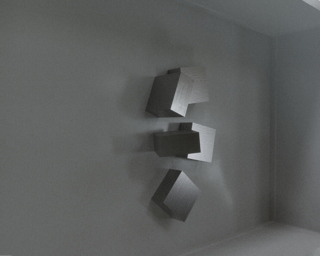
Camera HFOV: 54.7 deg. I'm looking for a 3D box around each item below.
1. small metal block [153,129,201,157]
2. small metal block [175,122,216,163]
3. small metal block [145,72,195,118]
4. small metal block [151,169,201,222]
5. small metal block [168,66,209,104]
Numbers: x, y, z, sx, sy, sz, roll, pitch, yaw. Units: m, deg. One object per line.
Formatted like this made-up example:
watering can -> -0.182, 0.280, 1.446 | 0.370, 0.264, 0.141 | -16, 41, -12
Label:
small metal block -> 0.020, 0.018, 0.395 | 0.050, 0.050, 0.025 | -6, 95, -8
small metal block -> 0.052, 0.021, 0.450 | 0.050, 0.025, 0.050 | 15, 81, -39
small metal block -> 0.012, -0.041, 0.400 | 0.025, 0.050, 0.050 | 26, 74, -37
small metal block -> 0.023, 0.092, 0.426 | 0.050, 0.025, 0.050 | 49, 61, -29
small metal block -> 0.041, -0.060, 0.441 | 0.050, 0.025, 0.050 | -11, 97, -39
